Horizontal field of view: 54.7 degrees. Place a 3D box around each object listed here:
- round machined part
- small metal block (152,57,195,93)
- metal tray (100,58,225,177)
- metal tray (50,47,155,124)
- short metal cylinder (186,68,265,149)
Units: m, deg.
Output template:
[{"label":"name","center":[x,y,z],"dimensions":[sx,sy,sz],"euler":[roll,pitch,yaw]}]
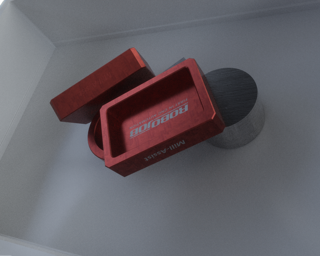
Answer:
[{"label":"round machined part","center":[-0.043,0.006,0.412],"dimensions":[0.098,0.042,0.098],"euler":[-13,56,20]},{"label":"small metal block","center":[0.025,-0.056,0.407],"dimensions":[0.050,0.050,0.025],"euler":[-36,51,2]},{"label":"metal tray","center":[-0.004,-0.011,0.347],"dimensions":[0.130,0.030,0.090],"euler":[-26,52,17]},{"label":"metal tray","center":[-0.073,-0.053,0.429],"dimensions":[0.130,0.090,0.030],"euler":[-32,84,7]},{"label":"short metal cylinder","center":[0.076,-0.023,0.360],"dimensions":[0.080,0.050,0.080],"euler":[-13,56,20]}]
